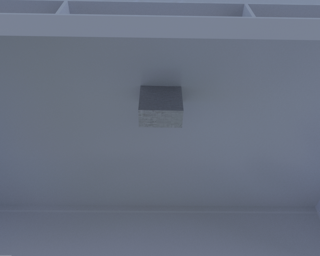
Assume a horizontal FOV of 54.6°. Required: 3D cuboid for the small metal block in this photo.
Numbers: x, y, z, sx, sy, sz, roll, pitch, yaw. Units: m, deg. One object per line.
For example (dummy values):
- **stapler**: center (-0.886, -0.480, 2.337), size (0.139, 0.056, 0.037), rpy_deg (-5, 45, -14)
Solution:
- **small metal block**: center (0.001, -0.026, 0.370), size (0.050, 0.050, 0.025), rpy_deg (1, 130, -1)
